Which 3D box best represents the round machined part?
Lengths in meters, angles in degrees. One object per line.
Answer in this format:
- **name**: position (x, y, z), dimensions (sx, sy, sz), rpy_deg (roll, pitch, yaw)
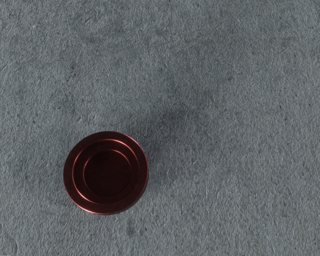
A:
- **round machined part**: position (-0.063, 0.056, 0.378), dimensions (0.099, 0.042, 0.098), rpy_deg (0, 70, 0)
